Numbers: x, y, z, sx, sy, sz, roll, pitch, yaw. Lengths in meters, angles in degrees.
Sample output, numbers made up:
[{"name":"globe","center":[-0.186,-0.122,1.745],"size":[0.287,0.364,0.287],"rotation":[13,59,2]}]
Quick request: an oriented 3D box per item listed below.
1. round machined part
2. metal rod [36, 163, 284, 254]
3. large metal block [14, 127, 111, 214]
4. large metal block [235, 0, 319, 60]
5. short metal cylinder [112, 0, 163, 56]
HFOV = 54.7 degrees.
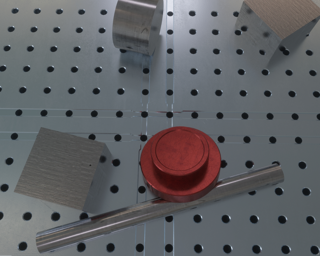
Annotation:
[{"name":"round machined part","center":[0.025,0.037,0.376],"size":[0.099,0.042,0.098],"rotation":[-2,54,4]},{"name":"metal rod","center":[0.005,0.095,0.376],"size":[0.302,0.025,0.025],"rotation":[-15,71,-6]},{"name":"large metal block","center":[-0.114,0.053,0.378],"size":[0.080,0.050,0.080],"rotation":[14,71,5]},{"name":"large metal block","center":[0.174,-0.162,0.459],"size":[0.080,0.050,0.080],"rotation":[-34,74,-12]},{"name":"short metal cylinder","center":[-0.029,-0.147,0.436],"size":[0.050,0.080,0.080],"rotation":[14,71,5]}]
